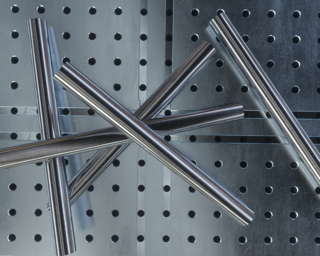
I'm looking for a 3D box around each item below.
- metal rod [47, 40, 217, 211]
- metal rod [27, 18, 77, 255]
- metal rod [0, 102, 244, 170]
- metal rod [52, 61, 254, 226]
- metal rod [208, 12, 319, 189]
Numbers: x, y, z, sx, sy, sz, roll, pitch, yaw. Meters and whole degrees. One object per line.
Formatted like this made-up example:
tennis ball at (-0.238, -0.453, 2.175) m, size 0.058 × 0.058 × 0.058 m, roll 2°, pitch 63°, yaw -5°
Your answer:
metal rod at (-0.037, 0.000, 0.412) m, size 0.025 × 0.025 × 0.300 m, roll 44°, pitch 90°, yaw -1°
metal rod at (-0.139, 0.006, 0.395) m, size 0.025 × 0.025 × 0.298 m, roll -9°, pitch 84°, yaw 0°
metal rod at (-0.038, 0.007, 0.386) m, size 0.302 × 0.025 × 0.025 m, roll -12°, pitch 90°, yaw -11°
metal rod at (0.005, 0.029, 0.373) m, size 0.301 × 0.025 × 0.025 m, roll 39°, pitch 90°, yaw -17°
metal rod at (0.160, -0.023, 0.415) m, size 0.025 × 0.025 × 0.299 m, roll -34°, pitch 90°, yaw 0°
